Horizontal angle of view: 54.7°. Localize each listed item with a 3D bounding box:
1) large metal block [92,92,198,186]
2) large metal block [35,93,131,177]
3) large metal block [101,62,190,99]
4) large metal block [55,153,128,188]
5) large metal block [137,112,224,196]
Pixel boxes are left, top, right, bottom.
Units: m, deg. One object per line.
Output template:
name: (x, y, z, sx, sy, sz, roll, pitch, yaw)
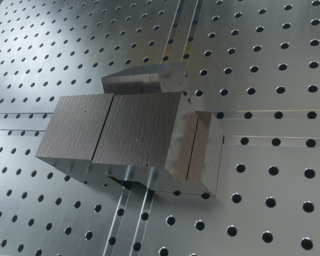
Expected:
large metal block: (-0.013, 0.011, 0.324, 0.080, 0.050, 0.080, 0, 62, 28)
large metal block: (-0.085, 0.008, 0.362, 0.080, 0.050, 0.080, 0, 62, 28)
large metal block: (-0.016, -0.052, 0.404, 0.080, 0.050, 0.080, 1, 20, 28)
large metal block: (-0.080, 0.030, 0.415, 0.080, 0.050, 0.080, 2, 62, 28)
large metal block: (0.024, 0.030, 0.360, 0.080, 0.050, 0.080, -1, 61, 27)
